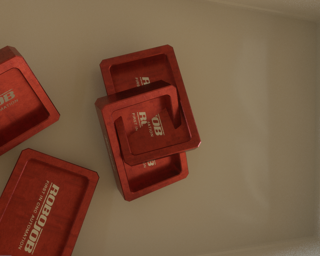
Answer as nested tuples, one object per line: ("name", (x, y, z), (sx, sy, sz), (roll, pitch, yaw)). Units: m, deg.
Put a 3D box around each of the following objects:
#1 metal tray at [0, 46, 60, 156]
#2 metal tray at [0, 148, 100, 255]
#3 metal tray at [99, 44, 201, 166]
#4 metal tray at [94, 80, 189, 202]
("metal tray", (-0.182, -0.013, 0.315), (0.131, 0.030, 0.090), (-35, 138, -17))
("metal tray", (-0.133, 0.098, 0.344), (0.090, 0.030, 0.130), (24, 69, -18))
("metal tray", (-0.013, -0.027, 0.374), (0.091, 0.030, 0.129), (-15, 81, -5))
("metal tray", (-0.018, 0.016, 0.378), (0.091, 0.030, 0.129), (-20, 117, -19))
